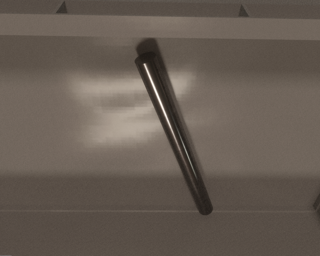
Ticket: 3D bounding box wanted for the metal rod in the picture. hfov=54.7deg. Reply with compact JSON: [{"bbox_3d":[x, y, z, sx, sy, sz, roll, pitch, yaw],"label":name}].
[{"bbox_3d":[0.031,0.030,0.435,0.025,0.025,0.299,-15,129,11],"label":"metal rod"}]
